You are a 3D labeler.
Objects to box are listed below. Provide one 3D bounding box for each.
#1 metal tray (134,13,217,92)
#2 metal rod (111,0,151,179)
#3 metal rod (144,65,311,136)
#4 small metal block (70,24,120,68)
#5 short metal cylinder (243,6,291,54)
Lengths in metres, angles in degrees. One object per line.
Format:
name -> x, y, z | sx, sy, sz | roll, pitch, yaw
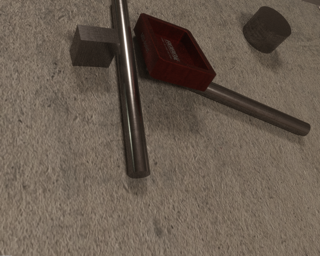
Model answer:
metal tray -> 0.018, -0.113, 0.453 | 0.091, 0.030, 0.130 | 10, 40, -28
metal rod -> -0.045, -0.077, 0.427 | 0.025, 0.025, 0.299 | 5, 59, -26
metal rod -> 0.117, -0.046, 0.497 | 0.302, 0.025, 0.025 | 20, 54, -17
small metal block -> -0.087, -0.106, 0.407 | 0.050, 0.050, 0.025 | -3, 64, -30
short metal cylinder -> 0.217, -0.199, 0.629 | 0.081, 0.050, 0.080 | 14, 56, -21
